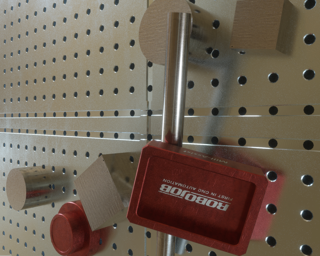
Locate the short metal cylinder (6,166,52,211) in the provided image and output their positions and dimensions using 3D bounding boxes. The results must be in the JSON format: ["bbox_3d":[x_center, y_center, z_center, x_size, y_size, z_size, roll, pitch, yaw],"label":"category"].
[{"bbox_3d":[-0.257,0.116,0.606,0.080,0.050,0.079,0,90,40],"label":"short metal cylinder"}]

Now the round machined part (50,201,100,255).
[{"bbox_3d":[-0.148,0.174,0.521,0.098,0.042,0.097,0,90,40],"label":"round machined part"}]

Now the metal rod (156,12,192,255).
[{"bbox_3d":[0.013,0.024,0.361,0.025,0.025,0.298,17,112,39],"label":"metal rod"}]

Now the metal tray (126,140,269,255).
[{"bbox_3d":[0.038,0.073,0.334,0.131,0.030,0.089,15,101,7],"label":"metal tray"}]

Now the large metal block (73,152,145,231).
[{"bbox_3d":[-0.072,0.092,0.453,0.080,0.050,0.080,-42,65,32],"label":"large metal block"}]

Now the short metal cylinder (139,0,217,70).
[{"bbox_3d":[0.021,-0.113,0.376,0.080,0.050,0.079,0,90,40],"label":"short metal cylinder"}]

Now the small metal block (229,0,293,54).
[{"bbox_3d":[0.105,-0.105,0.323,0.050,0.025,0.050,13,99,39],"label":"small metal block"}]
